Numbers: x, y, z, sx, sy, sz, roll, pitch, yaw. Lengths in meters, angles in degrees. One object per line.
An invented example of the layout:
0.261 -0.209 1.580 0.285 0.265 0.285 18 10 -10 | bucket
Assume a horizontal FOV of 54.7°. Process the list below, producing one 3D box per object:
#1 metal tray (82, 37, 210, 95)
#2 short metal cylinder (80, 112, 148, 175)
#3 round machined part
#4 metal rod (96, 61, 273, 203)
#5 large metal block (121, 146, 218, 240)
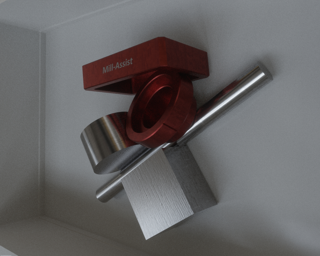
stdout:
-0.019 -0.068 0.375 0.130 0.091 0.030 -8 85 39 | metal tray
-0.059 0.021 0.416 0.080 0.081 0.050 -40 66 32 | short metal cylinder
0.005 -0.020 0.370 0.098 0.042 0.098 -35 40 36 | round machined part
0.010 0.022 0.395 0.299 0.025 0.025 -40 66 32 | metal rod
0.009 0.077 0.378 0.080 0.050 0.080 -40 66 32 | large metal block
